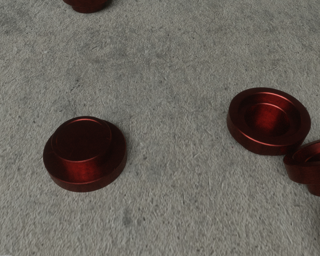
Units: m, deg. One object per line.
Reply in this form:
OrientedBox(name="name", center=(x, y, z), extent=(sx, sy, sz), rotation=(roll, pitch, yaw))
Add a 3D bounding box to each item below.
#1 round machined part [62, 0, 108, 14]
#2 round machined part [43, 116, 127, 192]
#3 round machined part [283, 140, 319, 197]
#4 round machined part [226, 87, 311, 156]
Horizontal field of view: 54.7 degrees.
OrientedBox(name="round machined part", center=(-0.144, -0.263, 0.612), extent=(0.099, 0.042, 0.098), rotation=(0, 50, 0))
OrientedBox(name="round machined part", center=(-0.090, 0.024, 0.371), extent=(0.099, 0.042, 0.098), rotation=(0, 50, 0))
OrientedBox(name="round machined part", center=(0.190, 0.042, 0.335), extent=(0.099, 0.098, 0.042), rotation=(-21, 94, -17))
OrientedBox(name="round machined part", center=(0.134, -0.004, 0.396), extent=(0.099, 0.042, 0.098), rotation=(0, 50, 0))
